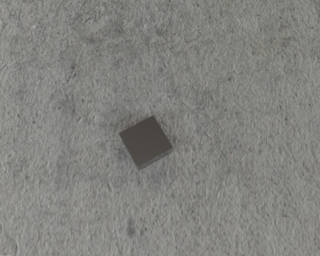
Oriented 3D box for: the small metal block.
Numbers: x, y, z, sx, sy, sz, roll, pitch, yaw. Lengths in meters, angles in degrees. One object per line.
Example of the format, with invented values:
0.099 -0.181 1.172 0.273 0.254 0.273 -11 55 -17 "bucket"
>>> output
-0.018 0.020 0.401 0.050 0.025 0.050 -28 73 -10 "small metal block"
